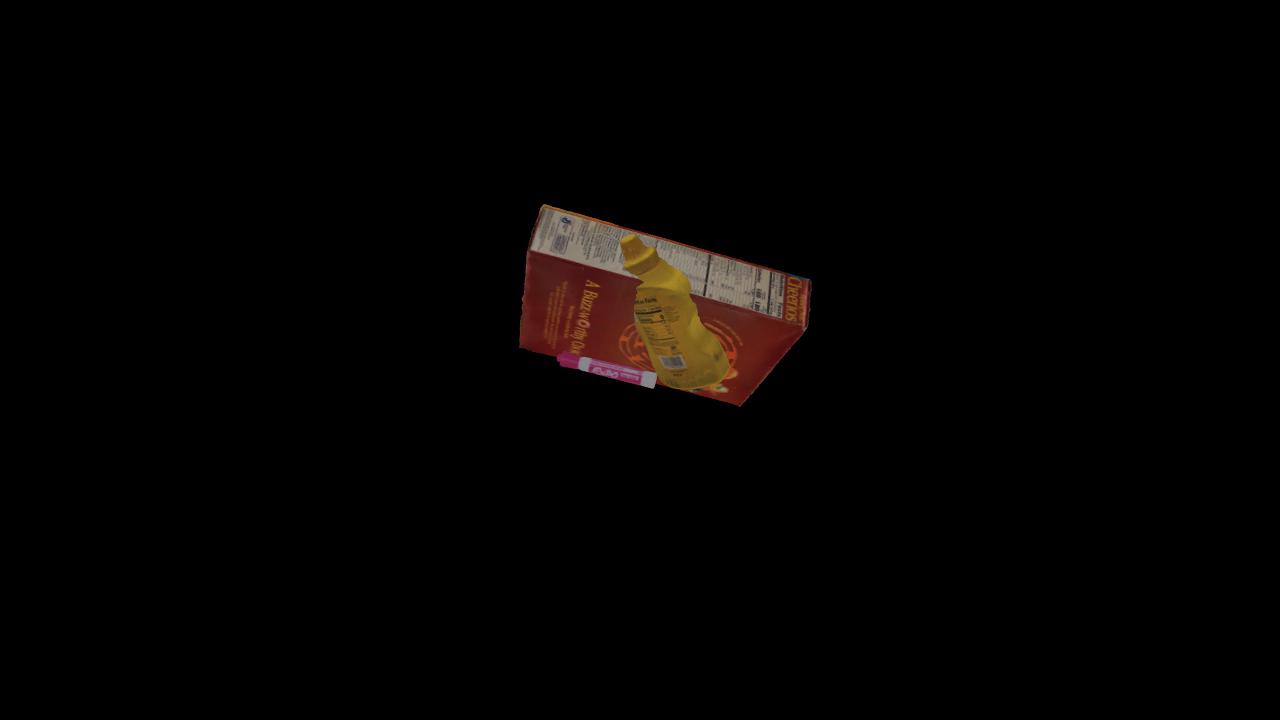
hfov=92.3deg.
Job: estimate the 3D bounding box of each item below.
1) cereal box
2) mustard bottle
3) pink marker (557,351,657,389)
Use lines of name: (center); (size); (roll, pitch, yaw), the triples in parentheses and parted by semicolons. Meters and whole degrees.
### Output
cereal box: (0.017, -0.052, 0.726); (0.306, 0.081, 0.203); (14, -30, -5)
mustard bottle: (0.026, -0.053, 0.663); (0.092, 0.184, 0.054); (3, 40, 47)
pink marker: (-0.040, 0.011, 0.726); (0.121, 0.020, 0.020); (13, 2, 9)
